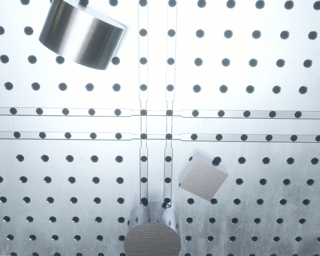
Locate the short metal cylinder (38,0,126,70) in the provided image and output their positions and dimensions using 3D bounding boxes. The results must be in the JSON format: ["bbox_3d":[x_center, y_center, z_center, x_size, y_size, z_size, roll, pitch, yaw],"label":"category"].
[{"bbox_3d":[-0.086,-0.106,0.344,0.080,0.080,0.050,25,108,-9],"label":"short metal cylinder"}]

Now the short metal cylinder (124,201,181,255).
[{"bbox_3d":[-0.010,0.157,0.458,0.081,0.050,0.079,0,110,0],"label":"short metal cylinder"}]

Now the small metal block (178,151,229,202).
[{"bbox_3d":[0.061,0.069,0.439,0.050,0.025,0.050,27,108,-10],"label":"small metal block"}]
